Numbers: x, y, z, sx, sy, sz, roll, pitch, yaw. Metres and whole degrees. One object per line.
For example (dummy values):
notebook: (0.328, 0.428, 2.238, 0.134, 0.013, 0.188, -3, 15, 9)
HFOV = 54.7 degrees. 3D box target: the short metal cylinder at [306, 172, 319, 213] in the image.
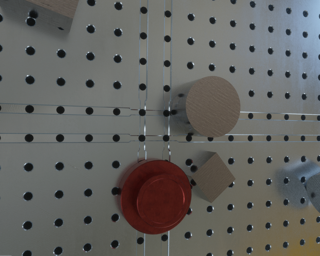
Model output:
short metal cylinder: (0.284, 0.102, 0.491, 0.050, 0.080, 0.080, -20, 97, -19)

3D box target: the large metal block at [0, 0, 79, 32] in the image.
large metal block: (-0.129, -0.168, 0.352, 0.081, 0.050, 0.080, 17, 84, -20)

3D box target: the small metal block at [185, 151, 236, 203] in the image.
small metal block: (0.070, 0.069, 0.440, 0.050, 0.025, 0.050, -40, 103, -16)

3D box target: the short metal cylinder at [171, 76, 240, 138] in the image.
short metal cylinder: (0.061, -0.028, 0.423, 0.081, 0.050, 0.079, 0, 90, -20)

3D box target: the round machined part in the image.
round machined part: (-0.003, 0.090, 0.404, 0.099, 0.042, 0.097, 0, 90, -20)
